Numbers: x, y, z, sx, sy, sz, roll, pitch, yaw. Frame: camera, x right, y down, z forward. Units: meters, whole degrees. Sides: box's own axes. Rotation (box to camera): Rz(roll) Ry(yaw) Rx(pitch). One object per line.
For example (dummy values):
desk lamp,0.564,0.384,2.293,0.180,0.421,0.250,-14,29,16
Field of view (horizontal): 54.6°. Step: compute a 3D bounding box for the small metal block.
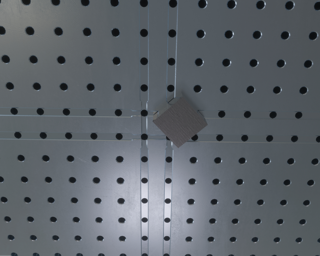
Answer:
small metal block,0.026,-0.010,0.410,0.050,0.025,0.050,-40,106,13
